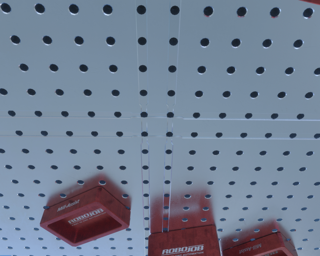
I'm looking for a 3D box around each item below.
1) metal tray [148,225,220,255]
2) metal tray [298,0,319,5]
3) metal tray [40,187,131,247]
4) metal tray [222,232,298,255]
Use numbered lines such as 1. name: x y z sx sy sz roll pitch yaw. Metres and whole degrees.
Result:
1. metal tray: 0.044 0.234 0.567 0.130 0.090 0.030 -11 129 9
2. metal tray: 0.110 -0.166 0.268 0.131 0.030 0.089 9 130 -8
3. metal tray: -0.129 0.158 0.541 0.130 0.030 0.090 -25 126 20
4. metal tray: 0.205 0.266 0.635 0.130 0.030 0.090 -29 125 22
